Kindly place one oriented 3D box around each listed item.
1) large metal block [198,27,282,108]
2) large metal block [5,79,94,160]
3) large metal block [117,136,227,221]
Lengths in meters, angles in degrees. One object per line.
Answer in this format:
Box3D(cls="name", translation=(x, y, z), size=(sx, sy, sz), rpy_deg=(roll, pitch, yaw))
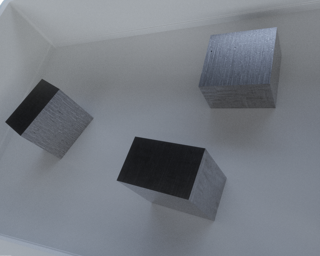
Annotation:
Box3D(cls="large metal block", translation=(0.101, -0.071, 0.380), size=(0.080, 0.050, 0.080), rpy_deg=(2, 62, 28))
Box3D(cls="large metal block", translation=(-0.161, -0.012, 0.460), size=(0.050, 0.080, 0.080), rpy_deg=(28, 77, 37))
Box3D(cls="large metal block", translation=(0.016, 0.054, 0.328), size=(0.080, 0.080, 0.050), rpy_deg=(8, 66, 31))
